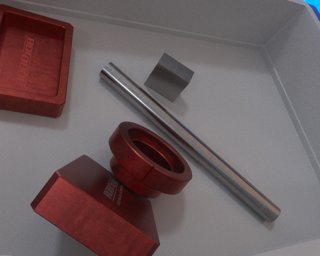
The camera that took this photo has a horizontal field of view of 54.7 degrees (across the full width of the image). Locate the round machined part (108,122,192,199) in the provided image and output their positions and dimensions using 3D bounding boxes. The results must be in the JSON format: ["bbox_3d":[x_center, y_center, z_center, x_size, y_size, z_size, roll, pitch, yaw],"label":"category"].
[{"bbox_3d":[-0.016,0.039,0.343,0.098,0.042,0.098,35,15,-10],"label":"round machined part"}]

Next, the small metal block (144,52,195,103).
[{"bbox_3d":[0.012,-0.071,0.441,0.050,0.050,0.025,32,52,-8],"label":"small metal block"}]

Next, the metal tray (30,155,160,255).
[{"bbox_3d":[-0.050,0.067,0.276,0.090,0.130,0.030,36,88,-4],"label":"metal tray"}]

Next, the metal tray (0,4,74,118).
[{"bbox_3d":[-0.156,-0.080,0.367,0.091,0.030,0.130,10,57,-23],"label":"metal tray"}]

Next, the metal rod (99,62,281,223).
[{"bbox_3d":[0.040,0.020,0.416,0.300,0.025,0.025,41,51,-1],"label":"metal rod"}]
